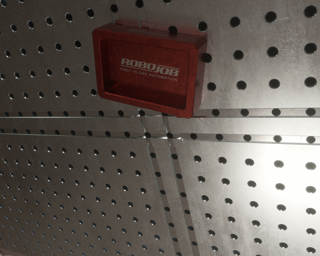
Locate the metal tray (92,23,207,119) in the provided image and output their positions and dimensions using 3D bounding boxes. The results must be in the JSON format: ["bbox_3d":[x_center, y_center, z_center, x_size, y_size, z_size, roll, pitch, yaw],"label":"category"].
[{"bbox_3d":[-0.015,-0.069,0.371,0.130,0.030,0.089,14,124,19],"label":"metal tray"}]
